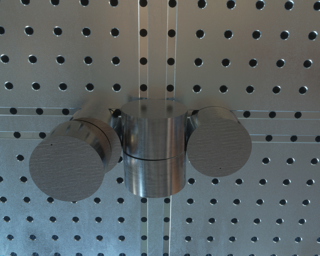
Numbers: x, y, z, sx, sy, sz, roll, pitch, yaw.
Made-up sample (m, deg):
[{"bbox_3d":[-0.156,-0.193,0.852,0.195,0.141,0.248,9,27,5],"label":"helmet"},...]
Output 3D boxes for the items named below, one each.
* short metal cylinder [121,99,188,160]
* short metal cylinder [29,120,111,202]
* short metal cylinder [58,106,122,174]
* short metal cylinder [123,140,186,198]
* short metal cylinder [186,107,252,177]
[{"bbox_3d":[-0.007,-0.001,0.384,0.081,0.080,0.050,1,111,-1],"label":"short metal cylinder"},{"bbox_3d":[-0.101,0.037,0.358,0.081,0.050,0.079,0,110,0],"label":"short metal cylinder"},{"bbox_3d":[-0.088,0.016,0.405,0.081,0.050,0.079,0,110,0],"label":"short metal cylinder"},{"bbox_3d":[-0.006,0.047,0.401,0.081,0.080,0.050,-1,110,0],"label":"short metal cylinder"},{"bbox_3d":[0.073,0.017,0.406,0.081,0.050,0.079,0,110,0],"label":"short metal cylinder"}]
